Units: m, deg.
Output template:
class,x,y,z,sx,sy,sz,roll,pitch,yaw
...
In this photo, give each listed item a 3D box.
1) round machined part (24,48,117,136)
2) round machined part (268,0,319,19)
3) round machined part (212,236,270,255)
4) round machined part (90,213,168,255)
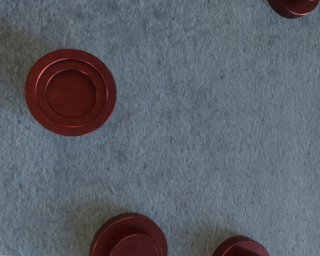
class,x,y,z,sx,sy,sz,roll,pitch,yaw
round machined part,-0.104,-0.039,0.362,0.099,0.042,0.097,0,90,-21
round machined part,0.216,-0.225,0.481,0.099,0.042,0.097,0,90,-21
round machined part,0.123,0.212,0.447,0.099,0.042,0.097,0,90,-21
round machined part,-0.036,0.160,0.388,0.099,0.042,0.097,0,90,-21
